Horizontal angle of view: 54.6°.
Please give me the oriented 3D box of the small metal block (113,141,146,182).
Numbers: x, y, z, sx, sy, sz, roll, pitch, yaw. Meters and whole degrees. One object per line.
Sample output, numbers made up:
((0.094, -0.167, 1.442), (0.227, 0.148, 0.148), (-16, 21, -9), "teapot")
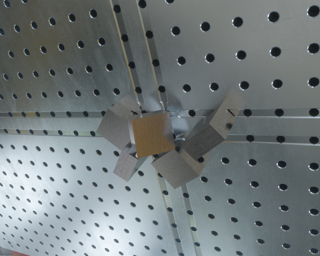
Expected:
((-0.037, 0.040, 0.439), (0.025, 0.050, 0.050), (32, 130, 8), "small metal block")

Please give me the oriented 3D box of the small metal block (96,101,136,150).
((-0.056, -0.002, 0.440), (0.050, 0.025, 0.050), (37, 129, 3), "small metal block")

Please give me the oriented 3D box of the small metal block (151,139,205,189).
((0.025, 0.051, 0.430), (0.050, 0.025, 0.050), (48, 129, -6), "small metal block")

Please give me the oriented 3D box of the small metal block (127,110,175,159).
((-0.011, 0.007, 0.398), (0.025, 0.050, 0.050), (-150, 50, -68), "small metal block")

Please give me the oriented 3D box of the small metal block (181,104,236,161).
((0.058, 0.005, 0.368), (0.025, 0.050, 0.050), (45, 129, -3), "small metal block")
